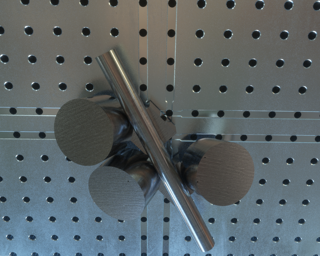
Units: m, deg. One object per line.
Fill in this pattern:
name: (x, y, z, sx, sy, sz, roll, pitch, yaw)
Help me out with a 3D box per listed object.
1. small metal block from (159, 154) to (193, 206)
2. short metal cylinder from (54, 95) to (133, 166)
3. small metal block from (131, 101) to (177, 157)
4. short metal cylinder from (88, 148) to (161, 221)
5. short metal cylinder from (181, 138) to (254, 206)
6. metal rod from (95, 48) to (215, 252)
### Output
small metal block: (0.023, 0.073, 0.437, 0.050, 0.025, 0.050, -38, 106, 13)
short metal cylinder: (-0.081, 0.001, 0.381, 0.080, 0.050, 0.079, 4, 102, 20)
small metal block: (-0.014, 0.001, 0.410, 0.050, 0.025, 0.050, -41, 105, 13)
short metal cylinder: (-0.046, 0.073, 0.408, 0.080, 0.050, 0.079, 9, 116, 20)
short metal cylinder: (0.074, 0.055, 0.403, 0.081, 0.050, 0.079, -2, 95, -18)
metal rod: (0.002, 0.041, 0.397, 0.025, 0.025, 0.299, -24, 108, 8)
